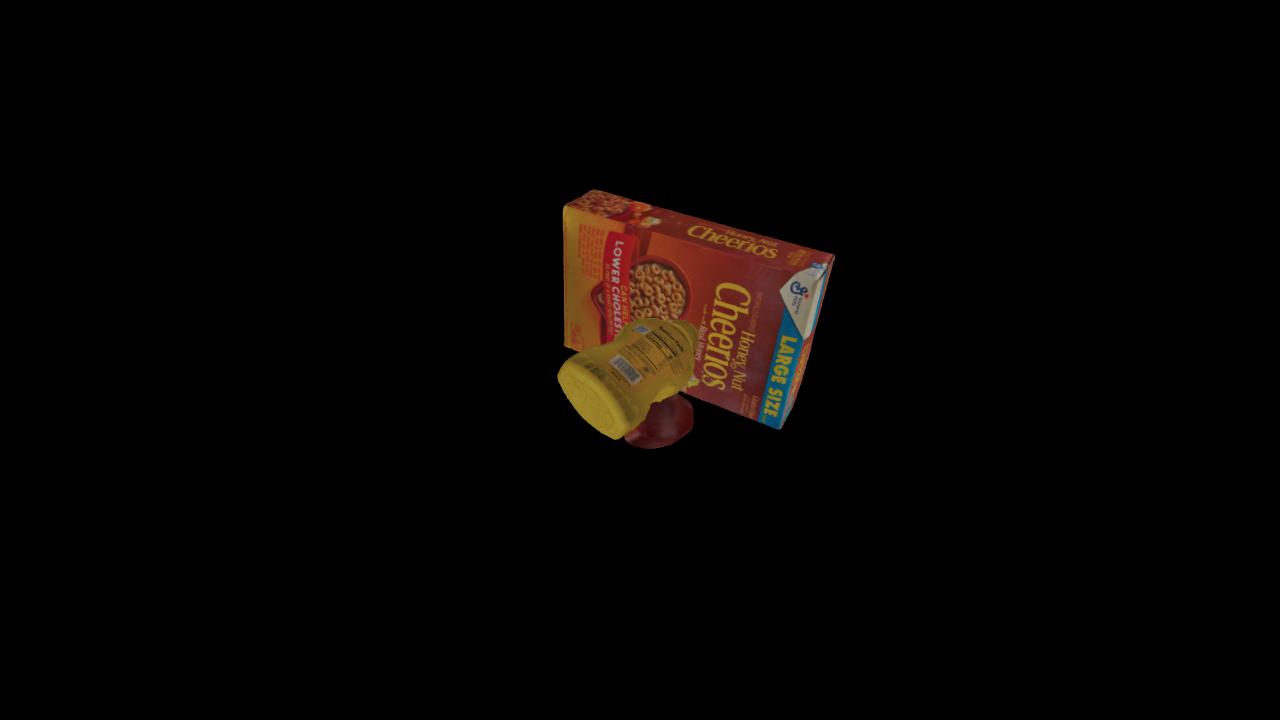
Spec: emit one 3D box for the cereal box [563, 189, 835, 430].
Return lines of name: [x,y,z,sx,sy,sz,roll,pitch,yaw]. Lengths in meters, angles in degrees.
cereal box: [0.053,-0.063,0.728,0.306,0.203,0.081,22,40,20]

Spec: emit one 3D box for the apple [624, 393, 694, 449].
apple: [0.019,0.068,0.744,0.093,0.079,0.079,5,-2,-27]

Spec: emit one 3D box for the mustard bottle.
mustard bottle: [0.007,0.002,0.633,0.092,0.054,0.184,41,44,14]
